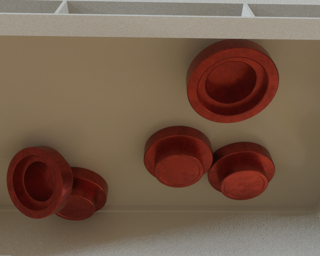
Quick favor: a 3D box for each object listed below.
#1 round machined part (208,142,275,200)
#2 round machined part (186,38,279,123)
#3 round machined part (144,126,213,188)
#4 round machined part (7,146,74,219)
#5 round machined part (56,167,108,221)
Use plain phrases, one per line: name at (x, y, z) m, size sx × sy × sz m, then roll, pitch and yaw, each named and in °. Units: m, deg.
round machined part at (0.120, 0.070, 0.459) m, size 0.099 × 0.042 × 0.097 m, roll 0°, pitch 130°, yaw 0°
round machined part at (0.078, -0.056, 0.351) m, size 0.099 × 0.042 × 0.097 m, roll 0°, pitch 130°, yaw 0°
round machined part at (0.026, 0.047, 0.438) m, size 0.099 × 0.042 × 0.097 m, roll 0°, pitch 130°, yaw 0°
round machined part at (-0.163, 0.073, 0.436) m, size 0.098 × 0.042 × 0.097 m, roll 1°, pitch 92°, yaw 23°
round machined part at (-0.134, 0.110, 0.490) m, size 0.099 × 0.042 × 0.097 m, roll 0°, pitch 130°, yaw 0°
